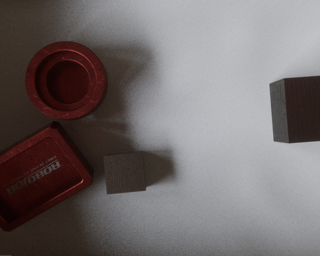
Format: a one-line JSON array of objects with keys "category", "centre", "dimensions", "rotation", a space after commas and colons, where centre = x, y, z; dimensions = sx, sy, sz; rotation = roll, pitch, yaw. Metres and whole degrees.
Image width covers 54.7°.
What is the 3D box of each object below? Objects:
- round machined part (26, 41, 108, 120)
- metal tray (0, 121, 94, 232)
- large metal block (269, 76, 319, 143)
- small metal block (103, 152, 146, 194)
[{"category": "round machined part", "centre": [-0.116, -0.059, 0.401], "dimensions": [0.099, 0.042, 0.097], "rotation": [0, 90, -1]}, {"category": "metal tray", "centre": [-0.163, 0.062, 0.393], "dimensions": [0.130, 0.030, 0.090], "rotation": [-30, 109, 0]}, {"category": "large metal block", "centre": [0.194, -0.024, 0.402], "dimensions": [0.081, 0.050, 0.079], "rotation": [-4, 90, -1]}, {"category": "small metal block", "centre": [-0.046, 0.058, 0.411], "dimensions": [0.050, 0.025, 0.050], "rotation": [-5, 90, -1]}]
